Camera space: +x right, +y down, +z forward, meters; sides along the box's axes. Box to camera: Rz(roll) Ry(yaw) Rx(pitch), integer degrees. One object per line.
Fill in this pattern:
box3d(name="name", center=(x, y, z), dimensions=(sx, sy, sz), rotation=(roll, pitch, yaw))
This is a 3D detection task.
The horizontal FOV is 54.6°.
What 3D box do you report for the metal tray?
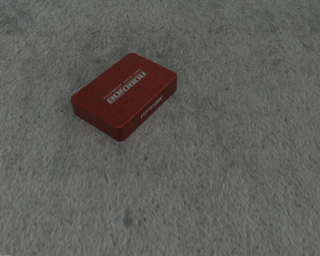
box3d(name="metal tray", center=(-0.047, -0.049, 0.441), dimensions=(0.090, 0.030, 0.131), rotation=(30, 56, 22))
